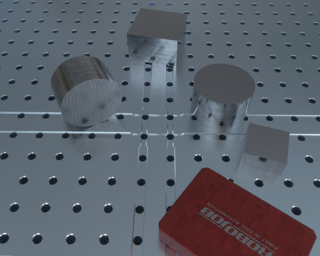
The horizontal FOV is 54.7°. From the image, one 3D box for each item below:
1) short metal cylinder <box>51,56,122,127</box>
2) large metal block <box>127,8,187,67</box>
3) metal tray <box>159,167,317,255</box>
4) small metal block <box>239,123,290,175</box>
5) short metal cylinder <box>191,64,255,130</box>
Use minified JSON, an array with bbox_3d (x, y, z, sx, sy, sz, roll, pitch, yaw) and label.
[{"bbox_3d":[-0.097,-0.048,0.411,0.081,0.080,0.050,-21,53,-17],"label":"short metal cylinder"},{"bbox_3d":[-0.003,-0.153,0.520,0.080,0.050,0.080,10,51,8],"label":"large metal block"},{"bbox_3d":[0.075,0.109,0.314,0.130,0.030,0.090,30,56,23],"label":"metal tray"},{"bbox_3d":[0.131,0.025,0.387,0.050,0.025,0.050,14,51,11],"label":"small metal block"},{"bbox_3d":[0.085,-0.044,0.429,0.081,0.050,0.080,0,50,0],"label":"short metal cylinder"}]
